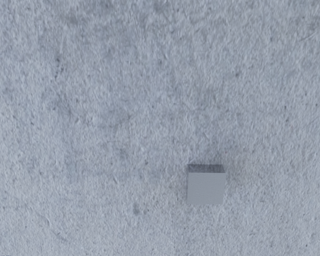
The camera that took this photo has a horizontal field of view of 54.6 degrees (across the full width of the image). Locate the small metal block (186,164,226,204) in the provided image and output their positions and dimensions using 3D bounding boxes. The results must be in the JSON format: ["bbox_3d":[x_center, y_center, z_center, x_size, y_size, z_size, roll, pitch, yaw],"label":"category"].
[{"bbox_3d":[0.064,0.080,0.439,0.050,0.025,0.050,1,110,-1],"label":"small metal block"}]
